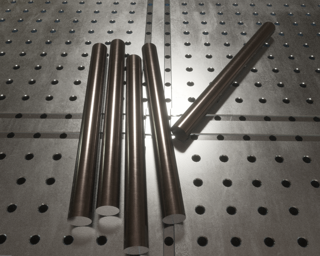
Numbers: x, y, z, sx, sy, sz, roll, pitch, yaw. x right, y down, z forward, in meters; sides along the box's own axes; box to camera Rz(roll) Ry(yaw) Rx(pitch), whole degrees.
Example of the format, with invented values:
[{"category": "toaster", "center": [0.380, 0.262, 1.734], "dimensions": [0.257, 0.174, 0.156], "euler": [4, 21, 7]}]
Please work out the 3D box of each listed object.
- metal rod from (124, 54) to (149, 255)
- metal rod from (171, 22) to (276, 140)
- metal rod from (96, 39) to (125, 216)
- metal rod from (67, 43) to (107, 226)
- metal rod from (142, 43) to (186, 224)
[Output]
[{"category": "metal rod", "center": [-0.033, 0.006, 0.401], "dimensions": [0.025, 0.025, 0.300], "euler": [-3, 50, -3]}, {"category": "metal rod", "center": [0.111, -0.087, 0.482], "dimensions": [0.025, 0.025, 0.301], "euler": [28, 55, 21]}, {"category": "metal rod", "center": [-0.064, -0.026, 0.428], "dimensions": [0.025, 0.025, 0.300], "euler": [-2, 50, -2]}, {"category": "metal rod", "center": [-0.092, -0.017, 0.420], "dimensions": [0.025, 0.025, 0.300], "euler": [-2, 50, -2]}, {"category": "metal rod", "center": [-0.002, -0.018, 0.422], "dimensions": [0.025, 0.025, 0.300], "euler": [-5, 50, -4]}]
